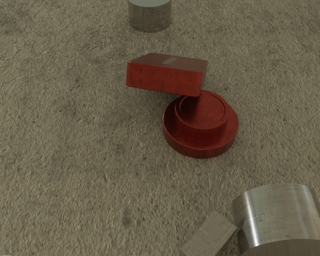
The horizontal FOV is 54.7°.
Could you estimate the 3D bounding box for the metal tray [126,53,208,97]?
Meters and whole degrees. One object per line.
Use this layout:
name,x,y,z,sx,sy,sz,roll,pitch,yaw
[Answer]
metal tray,0.016,-0.077,0.424,0.090,0.030,0.130,10,20,8

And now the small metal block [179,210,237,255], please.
small metal block,0.044,0.113,0.292,0.025,0.050,0.050,36,59,26

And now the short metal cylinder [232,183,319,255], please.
short metal cylinder,0.112,0.093,0.290,0.081,0.080,0.050,0,50,0

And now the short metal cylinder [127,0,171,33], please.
short metal cylinder,-0.019,-0.221,0.573,0.081,0.050,0.080,0,50,0

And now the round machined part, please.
round machined part,0.053,-0.012,0.403,0.099,0.042,0.098,0,50,0
